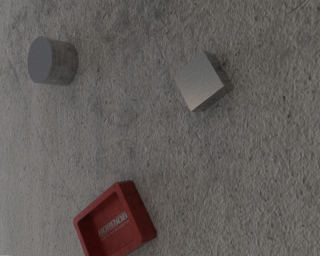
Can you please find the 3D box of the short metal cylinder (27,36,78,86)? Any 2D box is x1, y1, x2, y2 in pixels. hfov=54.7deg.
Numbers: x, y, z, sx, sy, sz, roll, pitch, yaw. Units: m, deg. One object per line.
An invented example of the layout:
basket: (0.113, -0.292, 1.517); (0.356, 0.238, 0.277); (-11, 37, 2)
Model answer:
short metal cylinder: (-0.189, -0.116, 0.545); (0.080, 0.050, 0.079); (0, 90, 40)

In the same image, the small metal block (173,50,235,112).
small metal block: (0.050, -0.053, 0.364); (0.050, 0.025, 0.050); (-39, 67, 33)

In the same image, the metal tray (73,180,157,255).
metal tray: (-0.072, 0.147, 0.461); (0.129, 0.030, 0.090); (-42, 65, 32)
